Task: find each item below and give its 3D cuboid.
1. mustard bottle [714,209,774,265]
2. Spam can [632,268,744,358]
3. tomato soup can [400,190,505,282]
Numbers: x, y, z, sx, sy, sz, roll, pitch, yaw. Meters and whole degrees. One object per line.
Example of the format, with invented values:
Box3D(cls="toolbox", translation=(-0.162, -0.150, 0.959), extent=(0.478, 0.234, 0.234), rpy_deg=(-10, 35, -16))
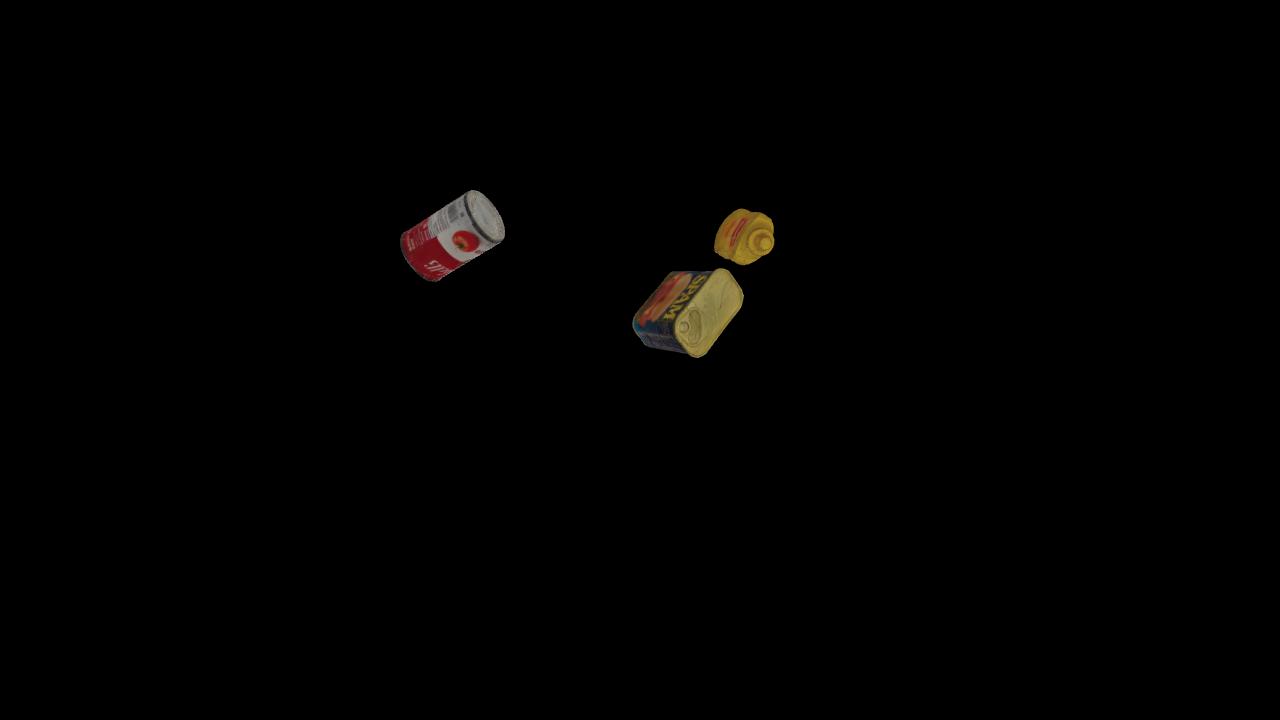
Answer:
Box3D(cls="mustard bottle", translation=(0.178, -0.200, 1.011), extent=(0.054, 0.092, 0.184), rpy_deg=(34, 9, -16))
Box3D(cls="Spam can", translation=(0.052, -0.055, 0.695), extent=(0.085, 0.101, 0.058), rpy_deg=(11, -33, 55))
Box3D(cls="tomato soup can", translation=(-0.215, -0.143, 0.711), extent=(0.101, 0.068, 0.068), rpy_deg=(-26, -9, 19))
